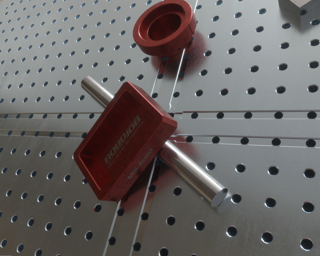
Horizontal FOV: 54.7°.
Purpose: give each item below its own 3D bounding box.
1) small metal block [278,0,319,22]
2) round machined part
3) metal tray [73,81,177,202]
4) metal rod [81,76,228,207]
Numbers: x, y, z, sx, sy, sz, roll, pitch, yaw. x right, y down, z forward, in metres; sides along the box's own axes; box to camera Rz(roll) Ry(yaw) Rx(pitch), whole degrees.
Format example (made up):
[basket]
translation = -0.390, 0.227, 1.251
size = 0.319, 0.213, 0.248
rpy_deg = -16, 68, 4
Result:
[small metal block]
translation = 0.195, -0.178, 0.415
size = 0.050, 0.025, 0.050
rpy_deg = -32, 52, 7
[round machined part]
translation = 0.011, -0.150, 0.482
size = 0.098, 0.042, 0.098
rpy_deg = -13, 56, 20
[metal tray]
translation = -0.049, 0.017, 0.394
size = 0.130, 0.030, 0.090
rpy_deg = -53, 52, 11
[metal rod]
translation = -0.028, 0.000, 0.421
size = 0.025, 0.025, 0.300
rpy_deg = -47, 52, -5
